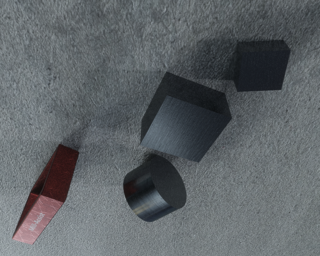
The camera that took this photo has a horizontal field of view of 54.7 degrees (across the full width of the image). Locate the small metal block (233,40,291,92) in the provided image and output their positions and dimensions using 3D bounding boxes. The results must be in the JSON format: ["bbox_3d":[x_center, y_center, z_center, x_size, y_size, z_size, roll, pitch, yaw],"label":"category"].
[{"bbox_3d":[0.113,-0.070,0.349,0.050,0.025,0.050,-2,130,2],"label":"small metal block"}]

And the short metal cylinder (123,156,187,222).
[{"bbox_3d":[-0.006,0.087,0.446,0.050,0.080,0.080,-33,123,25],"label":"short metal cylinder"}]

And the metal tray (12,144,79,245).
[{"bbox_3d":[-0.164,0.096,0.444,0.030,0.090,0.129,27,125,-21],"label":"metal tray"}]

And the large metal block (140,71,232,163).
[{"bbox_3d":[0.029,-0.011,0.382,0.081,0.050,0.079,18,128,-15],"label":"large metal block"}]
